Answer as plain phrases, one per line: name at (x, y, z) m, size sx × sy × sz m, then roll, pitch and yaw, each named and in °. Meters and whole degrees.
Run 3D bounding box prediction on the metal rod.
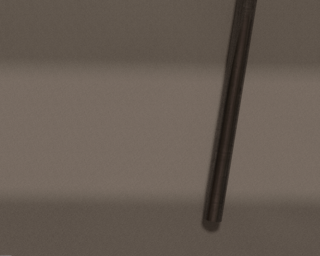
metal rod at (0.093, -0.026, 0.412) m, size 0.025 × 0.025 × 0.298 m, roll 9°, pitch 90°, yaw -1°
